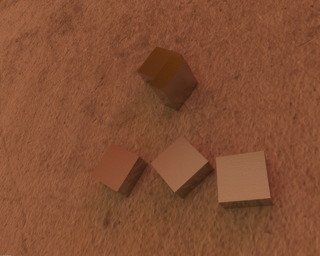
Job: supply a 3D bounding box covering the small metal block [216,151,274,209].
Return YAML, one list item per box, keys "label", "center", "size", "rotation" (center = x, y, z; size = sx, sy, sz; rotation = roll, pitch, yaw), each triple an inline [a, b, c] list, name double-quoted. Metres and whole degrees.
- label: "small metal block"
  center: [0.088, 0.055, 0.324]
  size: [0.050, 0.025, 0.050]
  rotation: [-11, 57, 22]

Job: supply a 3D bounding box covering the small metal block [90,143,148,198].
- label: "small metal block"
  center: [-0.052, 0.053, 0.397]
  size: [0.050, 0.025, 0.050]
  rotation: [22, 73, 35]

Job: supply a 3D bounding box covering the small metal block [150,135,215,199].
- label: "small metal block"
  center: [0.026, 0.045, 0.362]
  size: [0.050, 0.025, 0.050]
  rotation: [-43, 51, -2]

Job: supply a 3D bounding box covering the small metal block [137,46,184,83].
- label: "small metal block"
  center: [0.003, -0.088, 0.455]
  size: [0.050, 0.025, 0.050]
  rotation: [27, 76, 37]

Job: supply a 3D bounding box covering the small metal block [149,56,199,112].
- label: "small metal block"
  center: [0.020, -0.058, 0.412]
  size: [0.025, 0.050, 0.050]
  rotation: [29, 78, 37]
